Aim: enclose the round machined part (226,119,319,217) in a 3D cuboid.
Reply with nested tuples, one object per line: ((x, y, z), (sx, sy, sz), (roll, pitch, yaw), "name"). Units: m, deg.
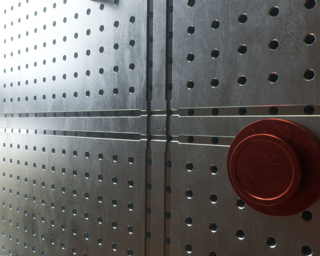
((0.110, 0.039, 0.308), (0.098, 0.042, 0.097), (0, 90, 40), "round machined part")
